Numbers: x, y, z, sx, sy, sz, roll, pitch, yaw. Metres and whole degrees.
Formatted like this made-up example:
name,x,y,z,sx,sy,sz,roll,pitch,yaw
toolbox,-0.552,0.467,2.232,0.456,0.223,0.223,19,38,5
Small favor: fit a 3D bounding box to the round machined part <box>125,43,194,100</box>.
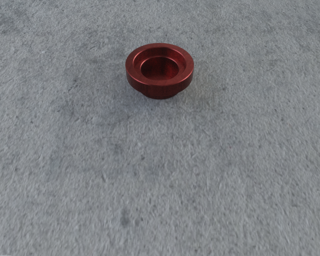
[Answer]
name,x,y,z,sx,sy,sz,roll,pitch,yaw
round machined part,0.000,-0.080,0.460,0.099,0.042,0.098,0,50,0
